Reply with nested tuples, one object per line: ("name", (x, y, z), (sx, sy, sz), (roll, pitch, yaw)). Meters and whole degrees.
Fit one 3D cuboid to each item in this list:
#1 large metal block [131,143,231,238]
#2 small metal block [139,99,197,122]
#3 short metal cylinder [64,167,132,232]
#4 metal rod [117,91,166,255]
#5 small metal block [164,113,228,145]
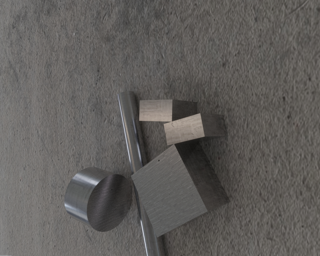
("large metal block", (0.022, 0.072, 0.370), (0.080, 0.050, 0.080), (-39, 66, 33))
("small metal block", (0.010, -0.020, 0.380), (0.050, 0.050, 0.025), (2, 92, 40))
("short metal cylinder", (-0.086, 0.100, 0.441), (0.050, 0.081, 0.079), (9, 96, 40))
("metal rod", (-0.020, 0.095, 0.421), (0.025, 0.025, 0.299), (-19, 78, 38))
("small metal block", (0.041, 0.002, 0.355), (0.050, 0.050, 0.025), (-16, 79, 39))
